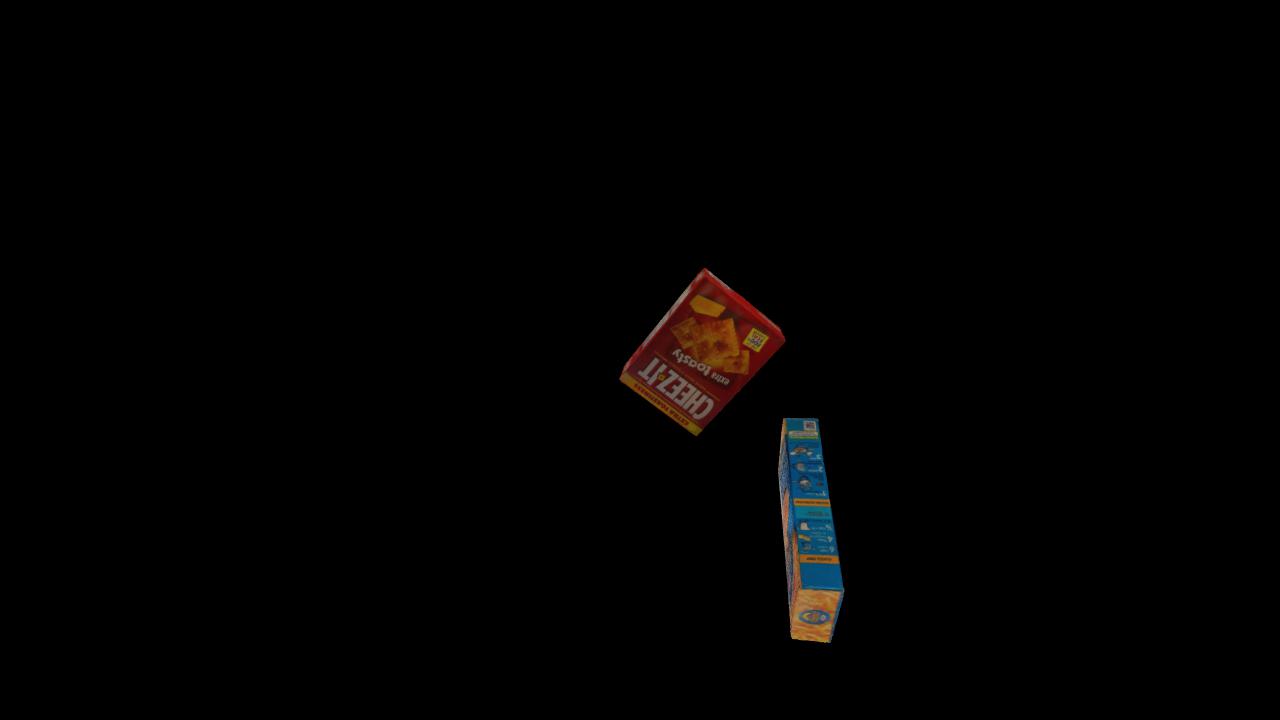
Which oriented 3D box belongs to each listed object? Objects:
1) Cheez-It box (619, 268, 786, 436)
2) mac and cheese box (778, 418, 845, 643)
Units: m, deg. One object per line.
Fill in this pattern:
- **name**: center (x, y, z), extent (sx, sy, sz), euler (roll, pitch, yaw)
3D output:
- **Cheez-It box**: center (0.097, -0.010, 0.993), extent (0.166, 0.223, 0.071), euler (38, 19, -8)
- **mac and cheese box**: center (0.156, 0.153, 0.578), extent (0.041, 0.093, 0.184), euler (1, 42, 7)
